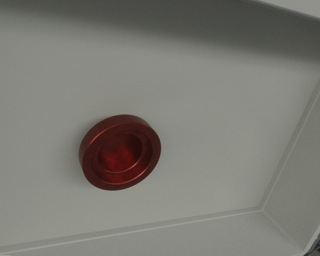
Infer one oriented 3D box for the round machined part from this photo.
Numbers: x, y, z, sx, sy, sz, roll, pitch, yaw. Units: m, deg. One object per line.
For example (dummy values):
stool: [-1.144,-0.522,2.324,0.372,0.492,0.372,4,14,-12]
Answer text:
round machined part: [-0.052,0.026,0.385,0.099,0.042,0.097,-14,124,-21]
